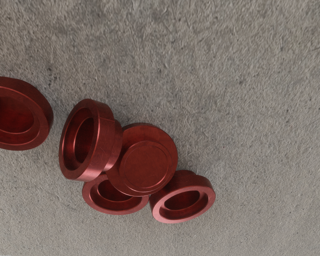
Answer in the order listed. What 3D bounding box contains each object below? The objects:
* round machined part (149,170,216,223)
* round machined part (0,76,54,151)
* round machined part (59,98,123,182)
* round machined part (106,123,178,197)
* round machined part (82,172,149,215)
[{"bbox_3d":[0.031,0.101,0.472,0.099,0.042,0.097,-10,136,-10],"label":"round machined part"},{"bbox_3d":[-0.179,-0.021,0.376,0.099,0.042,0.097,0,130,0],"label":"round machined part"},{"bbox_3d":[-0.081,0.016,0.377,0.042,0.098,0.098,17,131,-39],"label":"round machined part"},{"bbox_3d":[-0.022,0.044,0.404,0.099,0.042,0.097,-4,103,-16],"label":"round machined part"},{"bbox_3d":[-0.064,0.086,0.468,0.099,0.042,0.097,0,130,0],"label":"round machined part"}]
